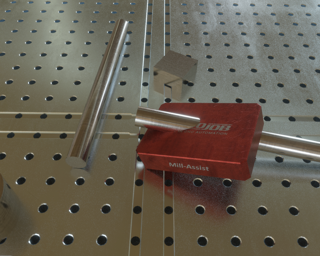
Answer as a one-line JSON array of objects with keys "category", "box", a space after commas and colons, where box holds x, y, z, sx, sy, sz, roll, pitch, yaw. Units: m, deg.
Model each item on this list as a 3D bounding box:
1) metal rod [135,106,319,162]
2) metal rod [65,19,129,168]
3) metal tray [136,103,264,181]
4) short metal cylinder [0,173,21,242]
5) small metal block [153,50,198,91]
[{"category": "metal rod", "box": [0.120, 0.015, 0.374, 0.302, 0.025, 0.025, 11, 51, 0]}, {"category": "metal rod", "box": [-0.085, -0.073, 0.467, 0.025, 0.025, 0.300, 5, 50, 4]}, {"category": "metal tray", "box": [0.048, 0.010, 0.368, 0.130, 0.030, 0.090, 3, 47, 29]}, {"category": "short metal cylinder", "box": [-0.195, 0.082, 0.320, 0.081, 0.050, 0.080, 0, 50, 0]}, {"category": "small metal block", "box": [0.025, -0.091, 0.485, 0.050, 0.025, 0.050, 25, 54, 19]}]
